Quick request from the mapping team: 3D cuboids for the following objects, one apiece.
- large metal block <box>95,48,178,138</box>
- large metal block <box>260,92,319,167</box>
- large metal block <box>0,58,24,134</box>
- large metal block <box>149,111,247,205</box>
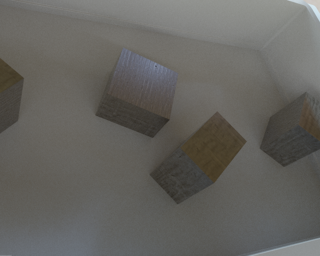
[{"bbox_3d":[-0.028,-0.045,0.403,0.080,0.050,0.080,22,53,-15],"label":"large metal block"},{"bbox_3d":[0.212,0.003,0.486,0.050,0.080,0.080,37,51,-4],"label":"large metal block"},{"bbox_3d":[-0.179,-0.019,0.286,0.050,0.080,0.080,41,51,-1],"label":"large metal block"},{"bbox_3d":[0.045,0.037,0.374,0.050,0.080,0.080,47,51,4],"label":"large metal block"}]
